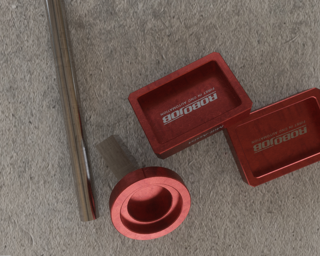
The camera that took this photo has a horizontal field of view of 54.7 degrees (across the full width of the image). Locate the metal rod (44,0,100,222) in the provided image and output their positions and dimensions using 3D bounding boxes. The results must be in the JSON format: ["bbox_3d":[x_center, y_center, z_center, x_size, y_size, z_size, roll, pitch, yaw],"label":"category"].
[{"bbox_3d":[-0.116,-0.028,0.408,0.025,0.025,0.298,-9,90,0],"label":"metal rod"}]

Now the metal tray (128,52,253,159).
[{"bbox_3d":[0.037,-0.029,0.392,0.131,0.030,0.090,-27,69,-1],"label":"metal tray"}]

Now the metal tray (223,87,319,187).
[{"bbox_3d":[0.159,0.012,0.409,0.131,0.030,0.090,-22,90,-1],"label":"metal tray"}]

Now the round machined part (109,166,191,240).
[{"bbox_3d":[-0.014,0.088,0.388,0.099,0.042,0.097,-7,118,-13],"label":"round machined part"}]

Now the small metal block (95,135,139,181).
[{"bbox_3d":[-0.053,0.036,0.396,0.025,0.050,0.050,-34,89,0],"label":"small metal block"}]
